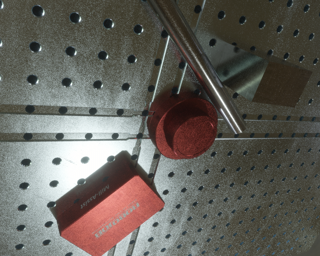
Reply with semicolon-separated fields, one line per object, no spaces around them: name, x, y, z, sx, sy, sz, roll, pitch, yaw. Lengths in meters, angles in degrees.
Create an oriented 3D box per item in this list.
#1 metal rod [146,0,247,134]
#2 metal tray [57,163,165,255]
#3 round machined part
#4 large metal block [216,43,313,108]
metal rod;0.038;-0.091;0.368;0.025;0.025;0.300;-41;127;0
metal tray;-0.068;0.121;0.447;0.130;0.030;0.090;-38;130;-3
round machined part;0.039;0.004;0.425;0.099;0.042;0.097;-14;125;-21
large metal block;0.133;-0.070;0.407;0.081;0.080;0.050;4;116;-31
